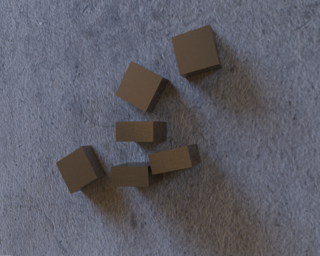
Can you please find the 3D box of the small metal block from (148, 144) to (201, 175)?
[{"bbox_3d":[0.020,0.038,0.388,0.050,0.050,0.025,-14,86,19],"label":"small metal block"}]

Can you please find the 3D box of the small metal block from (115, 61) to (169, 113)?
[{"bbox_3d":[-0.024,-0.055,0.417,0.050,0.025,0.050,30,99,17],"label":"small metal block"}]

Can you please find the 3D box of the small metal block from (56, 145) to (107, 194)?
[{"bbox_3d":[-0.114,0.059,0.448,0.050,0.025,0.050,-32,80,17],"label":"small metal block"}]

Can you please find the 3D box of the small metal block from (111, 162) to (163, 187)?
[{"bbox_3d":[-0.029,0.060,0.405,0.050,0.050,0.025,-3,89,19],"label":"small metal block"}]

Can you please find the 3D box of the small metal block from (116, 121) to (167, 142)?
[{"bbox_3d":[-0.023,0.004,0.403,0.050,0.050,0.025,0,90,19],"label":"small metal block"}]

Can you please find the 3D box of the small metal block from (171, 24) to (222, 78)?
[{"bbox_3d":[0.047,-0.096,0.392,0.050,0.025,0.050,-14,86,19],"label":"small metal block"}]
